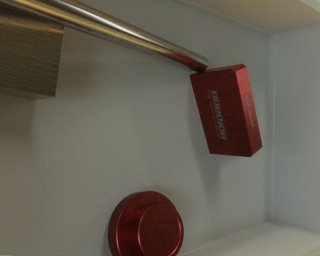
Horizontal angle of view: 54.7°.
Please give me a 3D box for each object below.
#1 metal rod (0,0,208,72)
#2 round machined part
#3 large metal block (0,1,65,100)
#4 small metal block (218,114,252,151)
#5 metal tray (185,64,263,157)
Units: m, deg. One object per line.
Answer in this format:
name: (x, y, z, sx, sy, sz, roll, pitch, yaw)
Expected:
metal rod: (-0.030, -0.099, 0.340, 0.302, 0.025, 0.025, 3, 89, -53)
round machined part: (-0.010, 0.126, 0.376, 0.099, 0.042, 0.098, 13, 69, -36)
large metal block: (-0.137, -0.073, 0.276, 0.081, 0.050, 0.080, 9, 84, -40)
small metal block: (0.125, 0.007, 0.514, 0.050, 0.025, 0.050, -17, 101, -40)
metal tray: (0.094, -0.024, 0.462, 0.030, 0.090, 0.129, -28, 109, -39)
